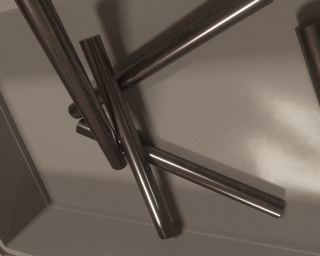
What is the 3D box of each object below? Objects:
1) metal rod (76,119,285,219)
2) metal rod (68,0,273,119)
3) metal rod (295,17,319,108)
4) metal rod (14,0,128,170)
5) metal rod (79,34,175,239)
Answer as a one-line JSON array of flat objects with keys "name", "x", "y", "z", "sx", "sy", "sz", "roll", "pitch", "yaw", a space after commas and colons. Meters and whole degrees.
[{"name": "metal rod", "x": 0.017, "y": 0.050, "z": 0.428, "sx": 0.301, "sy": 0.025, "sz": 0.025, "roll": 21, "pitch": 126, "yaw": 14}, {"name": "metal rod", "x": -0.014, "y": -0.075, "z": 0.368, "sx": 0.299, "sy": 0.025, "sz": 0.025, "roll": -24, "pitch": 105, "yaw": 36}, {"name": "metal rod", "x": 0.199, "y": 0.033, "z": 0.323, "sx": 0.025, "sy": 0.025, "sz": 0.299, "roll": -15, "pitch": 111, "yaw": 34}, {"name": "metal rod", "x": -0.082, "y": -0.039, "z": 0.322, "sx": 0.025, "sy": 0.025, "sz": 0.299, "roll": 13, "pitch": 148, "yaw": 20}, {"name": "metal rod", "x": -0.035, "y": 0.028, "z": 0.409, "sx": 0.025, "sy": 0.025, "sz": 0.298, "roll": -5, "pitch": 116, "yaw": 30}]
